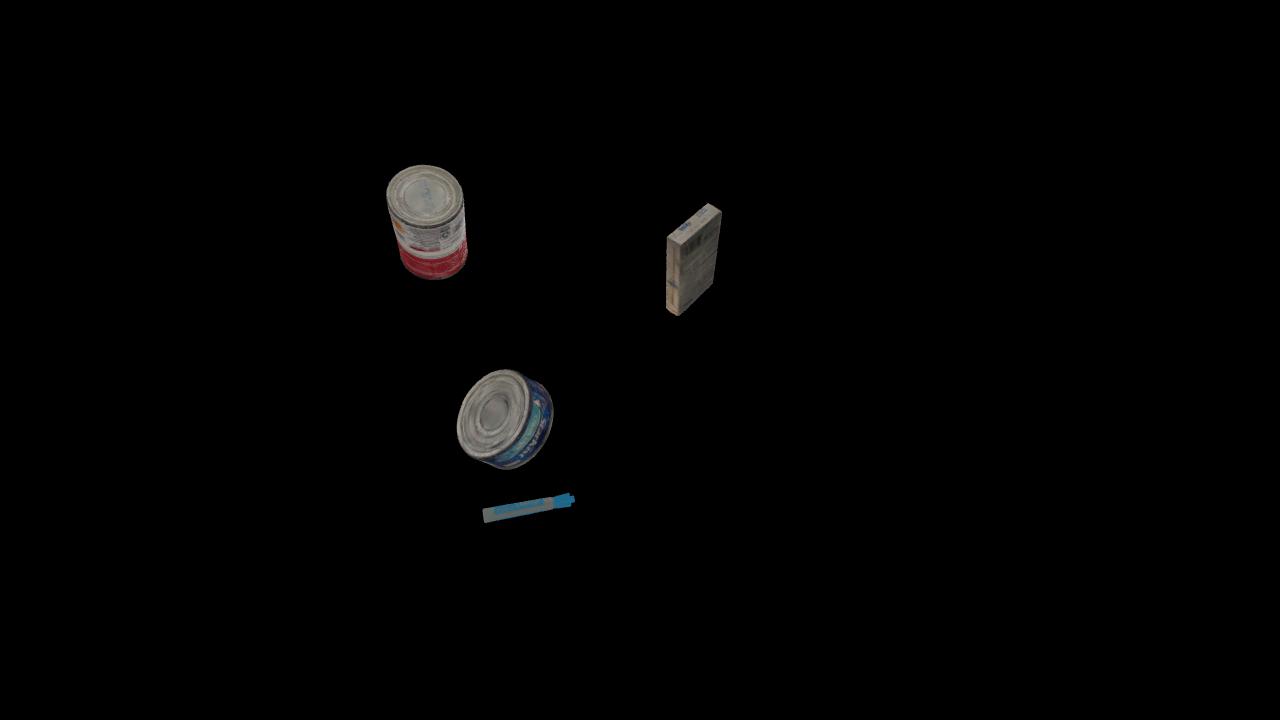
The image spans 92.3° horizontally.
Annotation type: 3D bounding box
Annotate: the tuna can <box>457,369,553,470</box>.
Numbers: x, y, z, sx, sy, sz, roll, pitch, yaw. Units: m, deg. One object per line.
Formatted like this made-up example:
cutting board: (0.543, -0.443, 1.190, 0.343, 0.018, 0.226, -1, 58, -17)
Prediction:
tuna can: (-0.119, 0.051, 0.538, 0.084, 0.084, 0.034, 0, -23, 31)

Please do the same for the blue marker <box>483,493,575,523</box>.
blue marker: (-0.147, 0.197, 0.821, 0.121, 0.020, 0.020, -8, 2, -12)

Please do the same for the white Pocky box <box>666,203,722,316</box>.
white Pocky box: (0.072, -0.135, 0.849, 0.028, 0.084, 0.154, 38, -23, 21)

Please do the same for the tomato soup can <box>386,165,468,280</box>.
tomato soup can: (-0.201, -0.129, 0.587, 0.068, 0.068, 0.101, 0, -20, -14)
